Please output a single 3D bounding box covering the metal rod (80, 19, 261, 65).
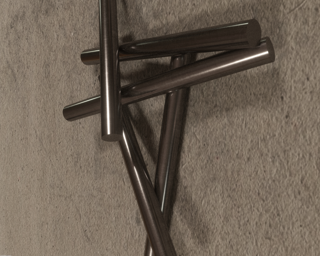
[{"bbox_3d":[-0.016,-0.100,0.389,0.300,0.025,0.025,8,95,47],"label":"metal rod"}]

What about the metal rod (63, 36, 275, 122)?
[{"bbox_3d":[-0.015,-0.048,0.379,0.300,0.025,0.025,-12,82,35],"label":"metal rod"}]

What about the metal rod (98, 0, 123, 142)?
[{"bbox_3d":[-0.069,-0.126,0.413,0.025,0.025,0.299,-24,61,37],"label":"metal rod"}]

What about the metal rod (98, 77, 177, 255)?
[{"bbox_3d":[-0.032,0.047,0.404,0.025,0.025,0.299,-40,58,32],"label":"metal rod"}]

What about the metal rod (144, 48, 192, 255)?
[{"bbox_3d":[0.009,0.035,0.395,0.025,0.025,0.298,13,98,39],"label":"metal rod"}]
